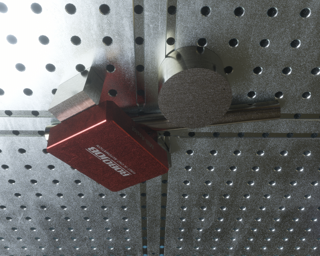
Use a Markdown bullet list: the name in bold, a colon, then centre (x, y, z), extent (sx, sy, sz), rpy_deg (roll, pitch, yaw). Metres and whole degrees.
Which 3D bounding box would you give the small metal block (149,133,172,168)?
- **small metal block**: centre (-0.017, 0.038, 0.442), extent (0.050, 0.025, 0.050), rpy_deg (-18, 128, 14)

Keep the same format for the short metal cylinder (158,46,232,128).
- **short metal cylinder**: centre (0.038, -0.046, 0.356), extent (0.081, 0.050, 0.079), rpy_deg (0, 130, 0)

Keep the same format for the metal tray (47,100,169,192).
- **metal tray**: centre (-0.059, 0.029, 0.382), extent (0.090, 0.030, 0.130), rpy_deg (-24, 138, 19)

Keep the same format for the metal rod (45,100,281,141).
- **metal rod**: centre (0.000, -0.007, 0.406), extent (0.302, 0.025, 0.025), rpy_deg (-6, 130, 4)

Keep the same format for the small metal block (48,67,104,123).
- **small metal block**: centre (-0.096, -0.038, 0.361), extent (0.050, 0.050, 0.025), rpy_deg (-25, 126, 19)
